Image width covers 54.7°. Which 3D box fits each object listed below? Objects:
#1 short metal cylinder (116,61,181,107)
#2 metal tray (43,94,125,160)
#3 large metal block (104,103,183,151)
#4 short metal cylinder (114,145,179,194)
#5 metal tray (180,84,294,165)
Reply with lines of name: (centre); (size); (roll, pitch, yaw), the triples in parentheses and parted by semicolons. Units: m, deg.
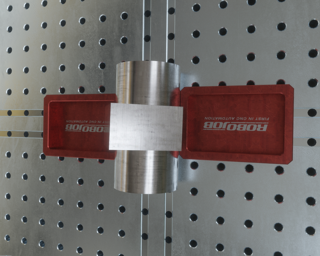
short metal cylinder: (-0.015, -0.051, 0.388); (0.080, 0.080, 0.050); (2, 91, 20)
metal tray: (-0.105, -0.003, 0.446); (0.130, 0.030, 0.089); (1, 90, 19)
large metal block: (-0.024, -0.001, 0.376); (0.081, 0.080, 0.050); (2, 91, -14)
short metal cylinder: (-0.017, 0.049, 0.389); (0.080, 0.080, 0.050); (2, 91, 20)
metal tray: (0.091, -0.005, 0.377); (0.130, 0.030, 0.089); (1, 90, 19)
